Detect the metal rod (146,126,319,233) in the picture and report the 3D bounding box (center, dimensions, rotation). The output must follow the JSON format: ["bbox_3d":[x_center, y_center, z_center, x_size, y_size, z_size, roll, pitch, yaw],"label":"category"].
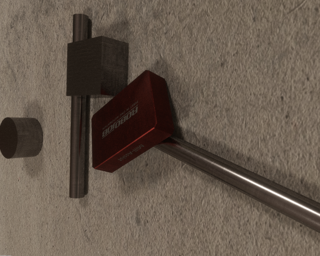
[{"bbox_3d":[0.083,0.053,0.334,0.300,0.025,0.025,25,106,37],"label":"metal rod"}]

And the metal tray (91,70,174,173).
[{"bbox_3d":[-0.043,-0.006,0.417,0.130,0.030,0.090,-34,50,34],"label":"metal tray"}]

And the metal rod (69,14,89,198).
[{"bbox_3d":[-0.134,-0.035,0.512,0.025,0.025,0.298,3,92,39],"label":"metal rod"}]

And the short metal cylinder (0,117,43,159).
[{"bbox_3d":[-0.276,0.019,0.612,0.080,0.050,0.079,0,90,39],"label":"short metal cylinder"}]

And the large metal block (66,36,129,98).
[{"bbox_3d":[-0.094,-0.087,0.464,0.080,0.050,0.079,3,92,39],"label":"large metal block"}]
